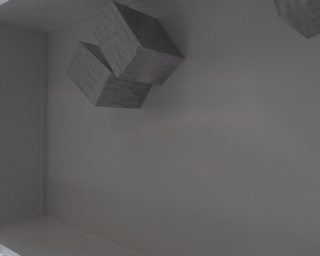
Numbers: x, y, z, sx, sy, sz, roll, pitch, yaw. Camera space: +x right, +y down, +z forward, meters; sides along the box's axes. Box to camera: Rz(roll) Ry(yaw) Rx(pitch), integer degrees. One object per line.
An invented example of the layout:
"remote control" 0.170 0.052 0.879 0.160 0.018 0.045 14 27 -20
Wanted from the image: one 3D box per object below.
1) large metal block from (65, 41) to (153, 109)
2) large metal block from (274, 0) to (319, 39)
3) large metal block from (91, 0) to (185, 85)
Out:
"large metal block" -0.068 -0.071 0.427 0.080 0.081 0.050 44 117 31
"large metal block" 0.129 -0.132 0.264 0.050 0.081 0.080 -20 77 38
"large metal block" -0.027 -0.105 0.394 0.050 0.081 0.080 -45 63 31
